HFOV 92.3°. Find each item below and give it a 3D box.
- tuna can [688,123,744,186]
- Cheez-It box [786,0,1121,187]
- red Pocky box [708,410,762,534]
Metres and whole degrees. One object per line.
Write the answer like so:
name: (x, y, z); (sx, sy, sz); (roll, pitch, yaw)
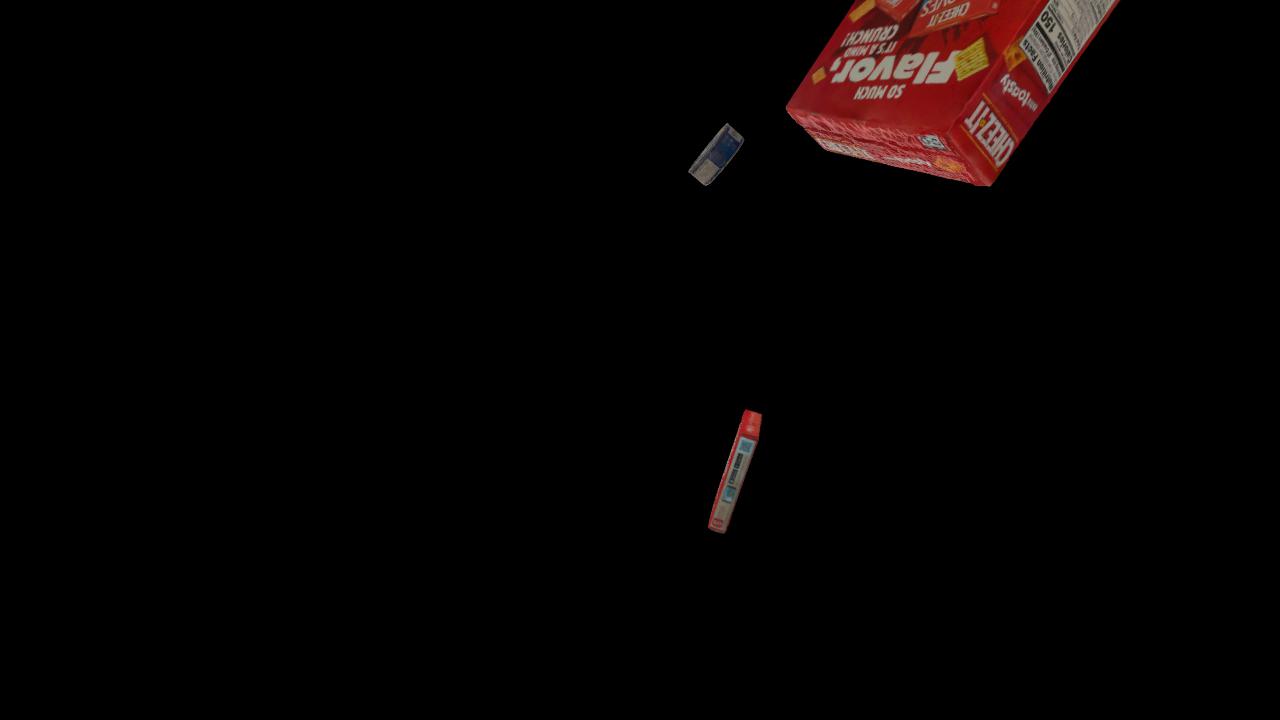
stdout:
tuna can: (0.107, -0.286, 0.859); (0.034, 0.084, 0.084); (37, -8, -10)
Cheez-It box: (0.230, -0.246, 0.430); (0.071, 0.223, 0.166); (27, 10, -34)
red Pocky box: (0.131, 0.151, 0.844); (0.028, 0.155, 0.083); (18, 20, 10)
